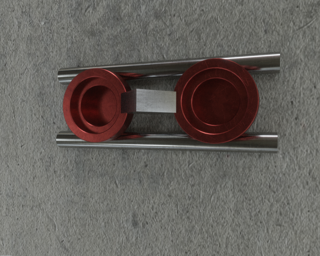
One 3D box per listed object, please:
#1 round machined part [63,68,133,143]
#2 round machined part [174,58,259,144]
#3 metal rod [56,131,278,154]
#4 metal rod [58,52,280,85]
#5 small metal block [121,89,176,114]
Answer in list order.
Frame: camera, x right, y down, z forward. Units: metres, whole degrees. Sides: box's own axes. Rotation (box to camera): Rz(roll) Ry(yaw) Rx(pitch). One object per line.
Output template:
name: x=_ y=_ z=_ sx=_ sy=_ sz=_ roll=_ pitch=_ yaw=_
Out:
round machined part: x=-0.079 y=-0.030 z=0.424 sx=0.098 sy=0.042 sz=0.097 roll=0 pitch=90 yaw=20
round machined part: x=0.068 y=-0.031 z=0.371 sx=0.098 sy=0.042 sz=0.097 roll=0 pitch=90 yaw=20
metal rod: x=-0.005 y=0.017 z=0.411 sx=0.301 sy=0.025 sz=0.025 roll=0 pitch=90 yaw=19
metal rod: x=-0.002 y=-0.076 z=0.410 sx=0.301 sy=0.025 sz=0.025 roll=0 pitch=90 yaw=19
small metal block: x=-0.015 y=-0.030 z=0.374 sx=0.050 sy=0.050 sz=0.025 roll=-1 pitch=89 yaw=63
